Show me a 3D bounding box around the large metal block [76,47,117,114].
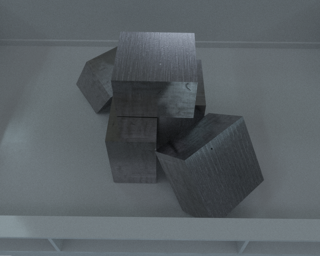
[{"bbox_3d":[-0.058,-0.069,0.415,0.080,0.080,0.050,-35,94,-26],"label":"large metal block"}]

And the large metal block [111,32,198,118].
[{"bbox_3d":[-0.004,-0.058,0.331,0.080,0.050,0.080,1,50,1],"label":"large metal block"}]

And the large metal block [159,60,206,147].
[{"bbox_3d":[0.025,-0.030,0.391,0.050,0.080,0.080,1,50,0],"label":"large metal block"}]

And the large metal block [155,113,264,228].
[{"bbox_3d":[0.054,0.040,0.324,0.080,0.080,0.050,-34,23,-25],"label":"large metal block"}]

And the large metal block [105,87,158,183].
[{"bbox_3d":[-0.028,0.009,0.360,0.050,0.080,0.080,1,50,0],"label":"large metal block"}]
